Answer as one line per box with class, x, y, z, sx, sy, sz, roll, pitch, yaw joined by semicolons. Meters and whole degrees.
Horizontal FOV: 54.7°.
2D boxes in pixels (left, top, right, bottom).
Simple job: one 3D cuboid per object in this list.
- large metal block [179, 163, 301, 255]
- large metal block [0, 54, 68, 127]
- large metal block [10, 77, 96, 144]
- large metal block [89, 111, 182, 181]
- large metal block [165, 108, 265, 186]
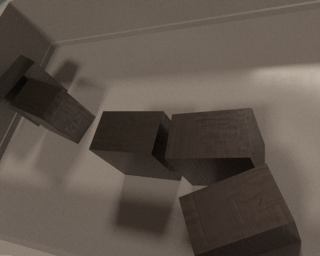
large metal block;0.074;0.083;0.280;0.080;0.080;0.050;-25;53;13
large metal block;-0.219;-0.062;0.521;0.050;0.080;0.080;28;77;37
large metal block;-0.160;-0.026;0.468;0.080;0.080;0.050;19;72;35
large metal block;-0.021;0.022;0.367;0.080;0.080;0.050;1;63;28
large metal block;0.061;0.024;0.323;0.080;0.080;0.050;-4;60;26
